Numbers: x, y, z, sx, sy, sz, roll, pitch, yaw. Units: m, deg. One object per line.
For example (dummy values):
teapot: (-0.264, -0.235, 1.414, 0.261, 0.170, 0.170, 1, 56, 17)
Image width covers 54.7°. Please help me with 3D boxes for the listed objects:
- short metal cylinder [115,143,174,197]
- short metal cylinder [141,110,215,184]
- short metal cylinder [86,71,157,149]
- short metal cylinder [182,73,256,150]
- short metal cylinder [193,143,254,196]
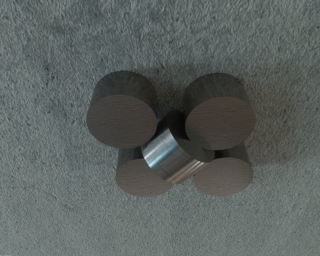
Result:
short metal cylinder: (-0.020, 0.053, 0.435, 0.081, 0.050, 0.079, 0, 130, 0)
short metal cylinder: (0.023, 0.024, 0.393, 0.080, 0.080, 0.050, 32, 123, -25)
short metal cylinder: (-0.043, -0.021, 0.372, 0.081, 0.050, 0.079, 0, 130, 0)
short metal cylinder: (0.069, -0.019, 0.375, 0.081, 0.050, 0.079, 0, 130, 0)
short metal cylinder: (0.085, 0.051, 0.436, 0.081, 0.050, 0.079, 0, 130, 0)
